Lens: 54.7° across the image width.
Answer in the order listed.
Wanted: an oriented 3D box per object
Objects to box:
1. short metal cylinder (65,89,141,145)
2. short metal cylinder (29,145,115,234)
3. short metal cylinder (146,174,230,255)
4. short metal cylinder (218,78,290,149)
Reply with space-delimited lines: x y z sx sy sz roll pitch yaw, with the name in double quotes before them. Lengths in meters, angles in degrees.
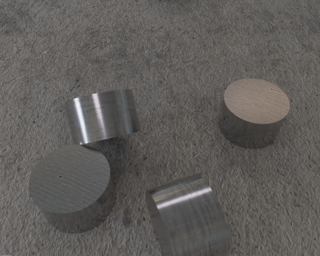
"short metal cylinder" -0.067 -0.012 0.368 0.081 0.080 0.050 -12 91 -10
"short metal cylinder" -0.091 0.065 0.332 0.081 0.050 0.080 0 50 0
"short metal cylinder" 0.023 0.089 0.292 0.050 0.080 0.080 -16 52 -13
"short metal cylinder" 0.120 -0.019 0.404 0.080 0.050 0.080 0 50 0
